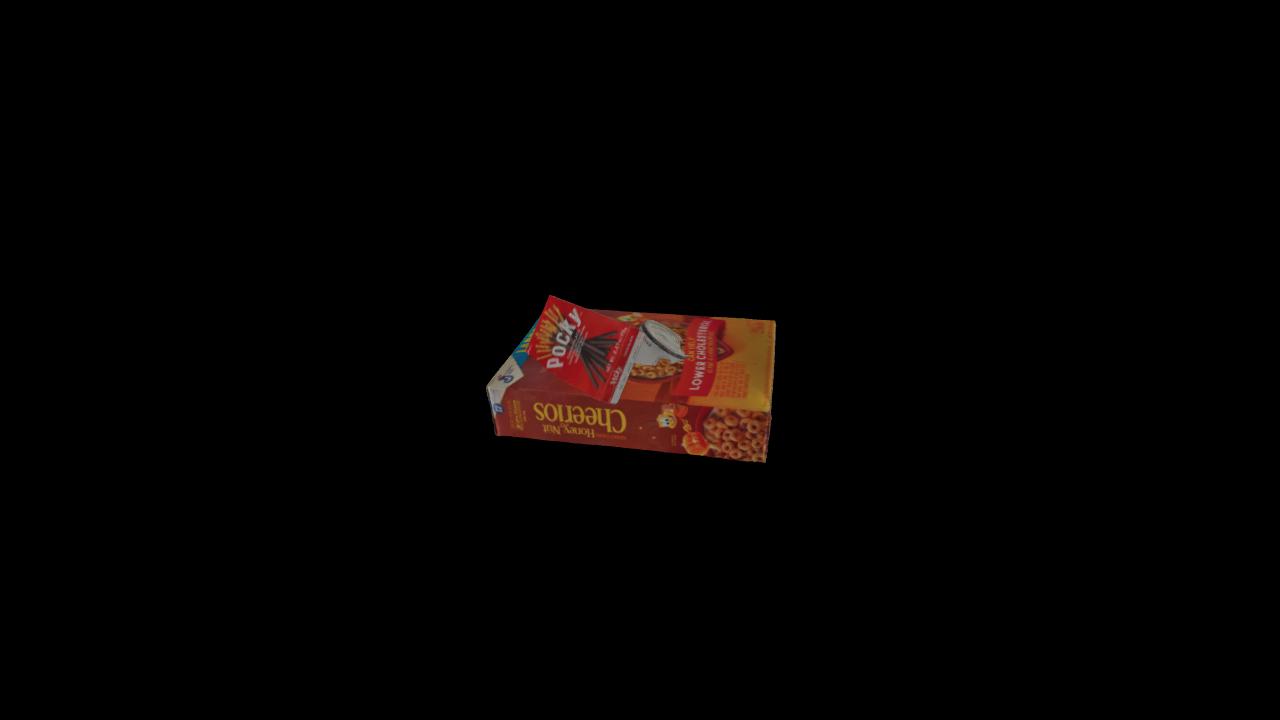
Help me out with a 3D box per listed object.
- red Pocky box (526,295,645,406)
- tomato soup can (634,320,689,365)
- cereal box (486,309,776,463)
[{"bbox_3d":[-0.065,-0.014,0.663,0.028,0.083,0.155,20,2,-44],"label":"red Pocky box"},{"bbox_3d":[0.004,0.012,0.704,0.068,0.101,0.068,32,21,-14],"label":"tomato soup can"},{"bbox_3d":[0.002,0.017,0.724,0.306,0.081,0.203,5,31,12],"label":"cereal box"}]
